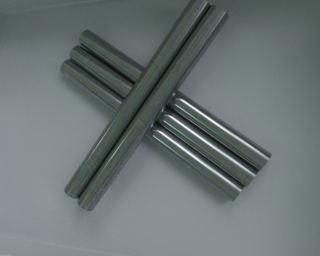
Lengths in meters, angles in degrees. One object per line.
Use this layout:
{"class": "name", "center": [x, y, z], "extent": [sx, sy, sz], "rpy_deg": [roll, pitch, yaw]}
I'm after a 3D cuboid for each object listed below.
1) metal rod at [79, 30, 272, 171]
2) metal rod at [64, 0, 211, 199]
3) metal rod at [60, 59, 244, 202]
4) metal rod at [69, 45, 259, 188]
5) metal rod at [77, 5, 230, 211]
{"class": "metal rod", "center": [0.009, -0.045, 0.406], "extent": [0.300, 0.025, 0.025], "rpy_deg": [36, 102, 16]}
{"class": "metal rod", "center": [-0.035, -0.030, 0.395], "extent": [0.025, 0.025, 0.299], "rpy_deg": [39, 102, 16]}
{"class": "metal rod", "center": [-0.021, -0.005, 0.416], "extent": [0.300, 0.025, 0.025], "rpy_deg": [36, 102, 16]}
{"class": "metal rod", "center": [-0.006, -0.024, 0.411], "extent": [0.300, 0.025, 0.025], "rpy_deg": [36, 102, 16]}
{"class": "metal rod", "center": [-0.015, -0.016, 0.388], "extent": [0.025, 0.025, 0.299], "rpy_deg": [39, 102, 16]}
